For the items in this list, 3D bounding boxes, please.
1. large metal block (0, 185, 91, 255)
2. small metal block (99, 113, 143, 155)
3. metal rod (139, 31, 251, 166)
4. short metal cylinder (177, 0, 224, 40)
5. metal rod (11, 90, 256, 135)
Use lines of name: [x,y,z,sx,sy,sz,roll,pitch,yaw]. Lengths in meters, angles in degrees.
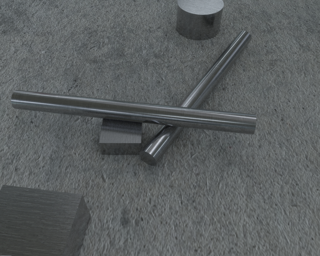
large metal block: [-0.121,0.106,0.296,0.080,0.050,0.080,6,50,5]
small metal block: [-0.048,0.007,0.397,0.050,0.025,0.050,0,50,0]
metal rod: [0.066,-0.060,0.454,0.025,0.025,0.301,26,54,20]
short metal cylinder: [0.071,-0.203,0.558,0.081,0.050,0.080,0,50,0]
metal rod: [-0.036,-0.021,0.386,0.302,0.025,0.025,6,50,6]
